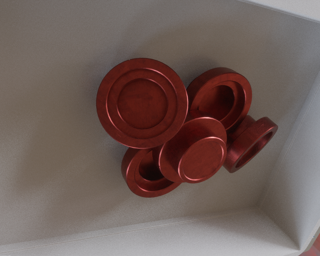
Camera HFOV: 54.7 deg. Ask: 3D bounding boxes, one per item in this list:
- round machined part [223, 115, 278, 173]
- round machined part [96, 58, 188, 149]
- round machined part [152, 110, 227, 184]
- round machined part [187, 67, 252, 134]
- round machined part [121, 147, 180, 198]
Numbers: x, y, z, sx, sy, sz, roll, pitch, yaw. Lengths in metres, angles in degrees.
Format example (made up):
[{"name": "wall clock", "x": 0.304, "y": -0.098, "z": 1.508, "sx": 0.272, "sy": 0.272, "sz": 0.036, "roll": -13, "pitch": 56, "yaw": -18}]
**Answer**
[{"name": "round machined part", "x": 0.126, "y": 0.019, "z": 0.464, "sx": 0.099, "sy": 0.042, "sz": 0.098, "roll": -35, "pitch": 155, "yaw": -18}, {"name": "round machined part", "x": -0.020, "y": -0.028, "z": 0.352, "sx": 0.099, "sy": 0.042, "sz": 0.097, "roll": 0, "pitch": 94, "yaw": -3}, {"name": "round machined part", "x": 0.043, "y": 0.030, "z": 0.387, "sx": 0.099, "sy": 0.042, "sz": 0.097, "roll": -14, "pitch": 125, "yaw": -21}, {"name": "round machined part", "x": 0.071, "y": -0.036, "z": 0.416, "sx": 0.099, "sy": 0.042, "sz": 0.097, "roll": -14, "pitch": 125, "yaw": -21}, {"name": "round machined part", "x": -0.006, "y": 0.044, "z": 0.423, "sx": 0.099, "sy": 0.042, "sz": 0.097, "roll": -14, "pitch": 125, "yaw": -21}]
